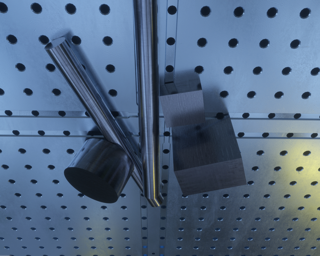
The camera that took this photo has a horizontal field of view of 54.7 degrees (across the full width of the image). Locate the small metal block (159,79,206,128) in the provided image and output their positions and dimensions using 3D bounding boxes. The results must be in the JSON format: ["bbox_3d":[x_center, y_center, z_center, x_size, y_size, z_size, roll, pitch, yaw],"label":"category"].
[{"bbox_3d":[0.028,-0.030,0.387,0.050,0.025,0.050,-8,130,6],"label":"small metal block"}]

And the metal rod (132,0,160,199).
[{"bbox_3d":[-0.014,-0.024,0.376,0.025,0.025,0.298,-1,126,0],"label":"metal rod"}]

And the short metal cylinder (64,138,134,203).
[{"bbox_3d":[-0.083,0.060,0.426,0.080,0.050,0.080,17,141,14],"label":"short metal cylinder"}]

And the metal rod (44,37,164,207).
[{"bbox_3d":[-0.059,0.015,0.423,0.025,0.025,0.299,-17,129,13],"label":"metal rod"}]

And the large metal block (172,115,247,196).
[{"bbox_3d":[0.062,0.035,0.407,0.080,0.080,0.050,-13,129,10],"label":"large metal block"}]
